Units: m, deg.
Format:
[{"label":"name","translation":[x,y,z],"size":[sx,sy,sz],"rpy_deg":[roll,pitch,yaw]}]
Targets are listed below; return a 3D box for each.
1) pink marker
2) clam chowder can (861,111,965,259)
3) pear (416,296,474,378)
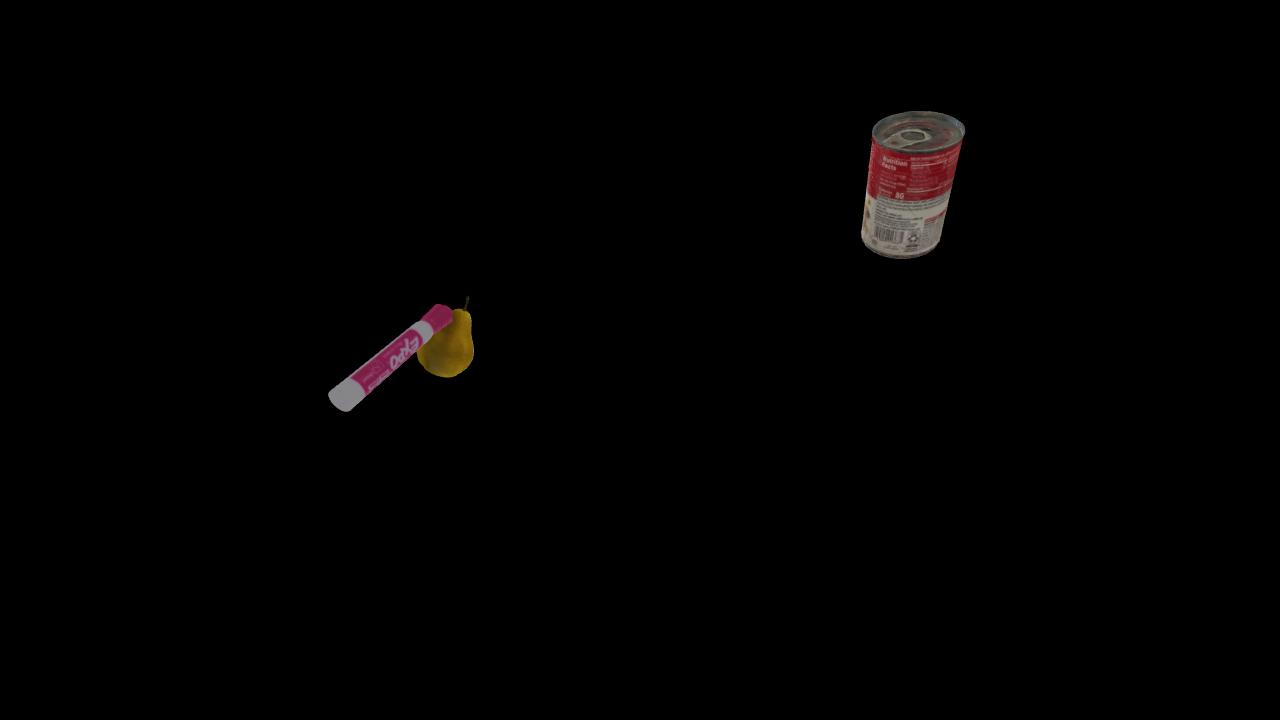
[{"label":"pink marker","translation":[-0.183,-0.006,0.464],"size":[0.020,0.020,0.121],"rpy_deg":[0,36,30]},{"label":"clam chowder can","translation":[0.225,-0.145,0.516],"size":[0.068,0.102,0.068],"rpy_deg":[-6,44,6]},{"label":"pear","translation":[-0.254,-0.032,0.835],"size":[0.080,0.111,0.080],"rpy_deg":[26,23,-12]}]
